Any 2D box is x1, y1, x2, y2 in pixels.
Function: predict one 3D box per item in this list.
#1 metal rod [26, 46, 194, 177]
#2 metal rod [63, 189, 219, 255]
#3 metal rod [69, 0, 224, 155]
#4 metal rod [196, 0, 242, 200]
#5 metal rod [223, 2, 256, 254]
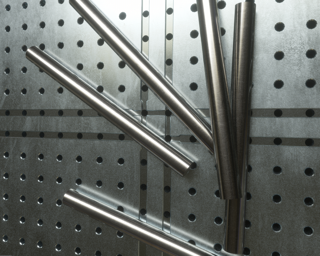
[{"bbox_3d":[-0.081,-0.031,0.439,0.300,0.025,0.025,36,101,16],"label":"metal rod"},{"bbox_3d":[-0.001,0.148,0.411,0.301,0.025,0.025,19,96,18],"label":"metal rod"},{"bbox_3d":[-0.024,-0.082,0.420,0.025,0.025,0.300,-46,76,14],"label":"metal rod"},{"bbox_3d":[0.067,-0.067,0.373,0.025,0.025,0.298,-8,82,19],"label":"metal rod"},{"bbox_3d":[0.097,0.001,0.378,0.025,0.025,0.298,3,91,19],"label":"metal rod"}]
